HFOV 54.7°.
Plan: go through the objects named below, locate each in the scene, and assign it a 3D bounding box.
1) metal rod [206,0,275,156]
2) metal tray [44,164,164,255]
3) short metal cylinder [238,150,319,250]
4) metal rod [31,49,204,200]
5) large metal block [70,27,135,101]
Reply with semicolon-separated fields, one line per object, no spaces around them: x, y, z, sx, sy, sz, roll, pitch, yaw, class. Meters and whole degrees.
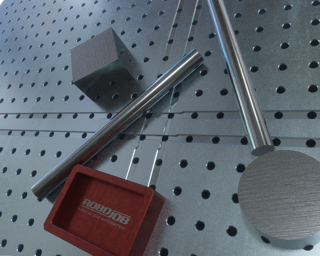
0.097;-0.099;0.417;0.025;0.025;0.299;-18;55;17;metal rod
-0.070;0.103;0.376;0.130;0.030;0.090;11;67;32;metal tray
0.118;0.067;0.289;0.080;0.050;0.080;-13;56;20;short metal cylinder
-0.059;-0.006;0.440;0.300;0.025;0.025;-41;51;0;metal rod
-0.095;-0.104;0.504;0.080;0.050;0.080;-25;53;12;large metal block
